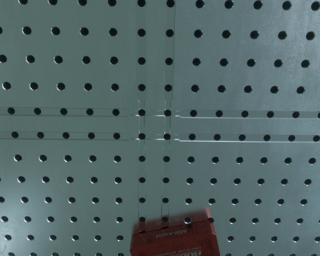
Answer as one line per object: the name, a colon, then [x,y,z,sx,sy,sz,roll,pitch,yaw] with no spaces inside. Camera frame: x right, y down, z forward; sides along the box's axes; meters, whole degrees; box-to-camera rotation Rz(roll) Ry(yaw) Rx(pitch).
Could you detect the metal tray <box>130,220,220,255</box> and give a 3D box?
metal tray: [0.027,0.201,0.485,0.131,0.030,0.089,-12,110,4]
